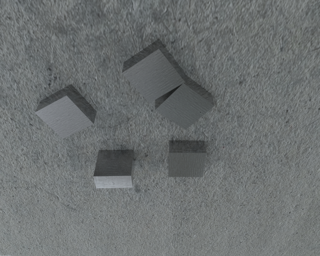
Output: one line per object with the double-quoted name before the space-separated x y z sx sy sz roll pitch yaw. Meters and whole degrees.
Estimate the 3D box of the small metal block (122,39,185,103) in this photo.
"small metal block" -0.007 -0.064 0.353 0.050 0.025 0.050 -29 125 22

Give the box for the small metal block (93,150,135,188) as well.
"small metal block" -0.063 0.057 0.439 0.050 0.050 0.025 -1 130 0

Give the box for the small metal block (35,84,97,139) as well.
"small metal block" -0.117 -0.020 0.389 0.050 0.025 0.050 -24 126 19

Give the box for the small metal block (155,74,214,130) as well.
"small metal block" 0.029 -0.032 0.380 0.050 0.025 0.050 32 123 -25

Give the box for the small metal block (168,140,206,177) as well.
"small metal block" 0.038 0.045 0.445 0.050 0.025 0.050 0 130 -1
